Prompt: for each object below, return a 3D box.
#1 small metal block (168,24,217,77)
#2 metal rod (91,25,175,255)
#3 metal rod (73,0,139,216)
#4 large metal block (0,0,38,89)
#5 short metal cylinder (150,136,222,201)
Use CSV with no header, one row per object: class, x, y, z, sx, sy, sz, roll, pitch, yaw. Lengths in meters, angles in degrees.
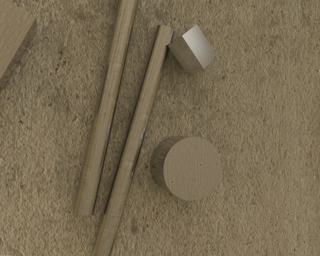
small metal block,0.044,-0.104,0.413,0.050,0.025,0.050,54,43,-13
metal rod,-0.033,0.012,0.397,0.025,0.025,0.299,18,84,-19
metal rod,-0.063,-0.043,0.385,0.025,0.025,0.298,13,86,-20
large metal block,-0.188,-0.097,0.326,0.080,0.050,0.080,28,81,-18
short metal cylinder,0.033,0.051,0.408,0.081,0.050,0.080,0,90,-20
